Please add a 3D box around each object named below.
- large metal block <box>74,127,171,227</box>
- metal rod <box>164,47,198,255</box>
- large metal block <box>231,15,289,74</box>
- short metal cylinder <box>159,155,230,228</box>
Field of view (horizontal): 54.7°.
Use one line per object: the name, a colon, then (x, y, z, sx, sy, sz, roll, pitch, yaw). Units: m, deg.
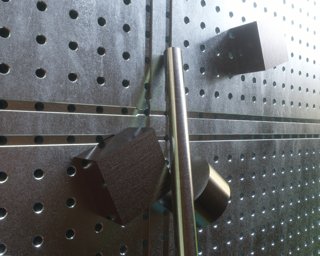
large metal block: (-0.039, 0.052, 0.360, 0.081, 0.050, 0.080, -31, 109, -36)
metal rod: (0.024, 0.036, 0.373, 0.025, 0.025, 0.299, 15, 64, -39)
large metal block: (0.175, -0.144, 0.539, 0.081, 0.050, 0.080, -25, 106, -37)
short metal cylinder: (0.044, 0.083, 0.411, 0.050, 0.080, 0.080, 46, 63, -31)
